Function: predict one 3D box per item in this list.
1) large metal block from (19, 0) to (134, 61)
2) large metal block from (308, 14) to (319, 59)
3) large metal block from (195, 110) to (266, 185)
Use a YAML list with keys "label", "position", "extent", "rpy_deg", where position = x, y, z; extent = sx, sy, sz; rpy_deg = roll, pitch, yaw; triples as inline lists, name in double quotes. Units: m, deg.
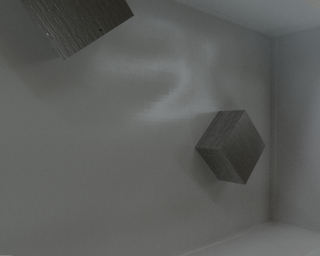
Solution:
- label: "large metal block"
  position: [-0.085, -0.123, 0.299]
  extent: [0.080, 0.050, 0.080]
  rpy_deg: [-35, 115, -7]
- label: "large metal block"
  position: [0.396, -0.213, 0.723]
  extent: [0.080, 0.050, 0.080]
  rpy_deg: [25, 74, -37]
- label: "large metal block"
  position: [0.112, 0.029, 0.484]
  extent: [0.080, 0.050, 0.080]
  rpy_deg: [52, 60, -27]
